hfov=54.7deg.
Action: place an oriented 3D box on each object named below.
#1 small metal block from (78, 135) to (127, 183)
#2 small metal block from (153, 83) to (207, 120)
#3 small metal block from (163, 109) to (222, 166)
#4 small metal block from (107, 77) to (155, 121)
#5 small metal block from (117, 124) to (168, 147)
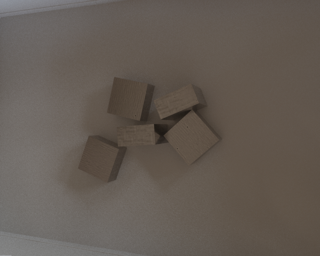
[{"bbox_3d":[-0.081,0.043,0.439,0.050,0.025,0.050,22,97,18],"label":"small metal block"},{"bbox_3d":[0.027,-0.031,0.388,0.050,0.050,0.025,-23,82,18],"label":"small metal block"},{"bbox_3d":[0.042,0.012,0.396,0.050,0.025,0.050,-43,77,15],"label":"small metal block"},{"bbox_3d":[-0.040,-0.039,0.425,0.050,0.025,0.050,14,95,19],"label":"small metal block"},{"bbox_3d":[-0.021,0.009,0.405,0.050,0.050,0.025,-4,89,20],"label":"small metal block"}]
